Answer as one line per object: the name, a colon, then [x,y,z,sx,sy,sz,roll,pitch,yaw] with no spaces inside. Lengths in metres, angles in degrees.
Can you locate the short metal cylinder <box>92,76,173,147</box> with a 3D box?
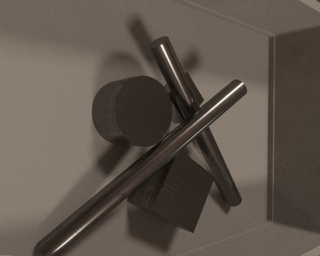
short metal cylinder: [-0.032,-0.019,0.365,0.081,0.050,0.079,0,90,-40]

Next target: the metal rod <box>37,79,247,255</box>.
metal rod: [-0.006,0.036,0.361,0.301,0.025,0.025,-39,115,-19]

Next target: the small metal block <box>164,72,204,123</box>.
small metal block: [0.029,-0.042,0.433,0.050,0.025,0.050,-51,120,-28]

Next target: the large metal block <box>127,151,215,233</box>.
large metal block: [0.017,0.080,0.407,0.080,0.050,0.080,39,66,-33]

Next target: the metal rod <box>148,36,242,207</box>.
metal rod: [0.061,0.011,0.433,0.025,0.025,0.299,-50,128,-28]
